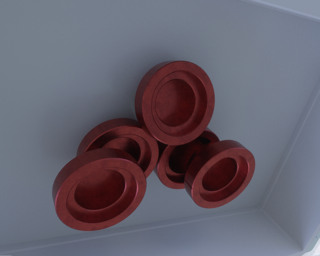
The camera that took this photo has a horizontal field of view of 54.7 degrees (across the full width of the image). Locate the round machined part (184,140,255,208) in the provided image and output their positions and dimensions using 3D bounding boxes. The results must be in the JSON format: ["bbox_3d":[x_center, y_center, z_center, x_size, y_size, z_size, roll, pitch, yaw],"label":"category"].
[{"bbox_3d":[0.075,0.057,0.419,0.099,0.042,0.097,-14,124,-21],"label":"round machined part"}]

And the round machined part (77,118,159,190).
[{"bbox_3d":[-0.054,0.030,0.385,0.099,0.042,0.097,-14,124,-21],"label":"round machined part"}]

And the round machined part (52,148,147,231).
[{"bbox_3d":[-0.068,0.063,0.343,0.099,0.042,0.097,-14,124,-21],"label":"round machined part"}]

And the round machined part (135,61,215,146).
[{"bbox_3d":[0.014,-0.031,0.371,0.099,0.042,0.097,-7,104,-29],"label":"round machined part"}]

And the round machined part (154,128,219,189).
[{"bbox_3d":[0.033,0.035,0.435,0.099,0.042,0.097,-14,124,-21],"label":"round machined part"}]
